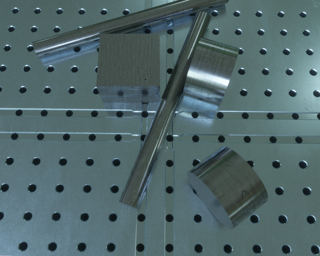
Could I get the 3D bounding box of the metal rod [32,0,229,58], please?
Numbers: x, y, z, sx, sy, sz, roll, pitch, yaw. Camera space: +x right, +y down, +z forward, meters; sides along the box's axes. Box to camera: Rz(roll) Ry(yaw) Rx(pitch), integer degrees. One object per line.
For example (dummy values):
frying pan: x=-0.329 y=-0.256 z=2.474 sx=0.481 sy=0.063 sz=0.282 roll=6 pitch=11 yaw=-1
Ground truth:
metal rod: x=-0.039 y=-0.161 z=0.470 sx=0.302 sy=0.025 sz=0.025 roll=-19 pitch=71 yaw=-7

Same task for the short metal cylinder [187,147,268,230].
short metal cylinder: x=0.076 y=0.068 z=0.358 sx=0.050 sy=0.080 sz=0.080 roll=-35 pitch=74 yaw=-12

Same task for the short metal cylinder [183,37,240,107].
short metal cylinder: x=0.067 y=-0.074 z=0.410 sx=0.050 sy=0.080 sz=0.080 roll=19 pitch=71 yaw=6

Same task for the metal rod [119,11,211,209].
metal rod: x=0.014 y=-0.037 z=0.425 sx=0.025 sy=0.025 sz=0.300 roll=19 pitch=71 yaw=7

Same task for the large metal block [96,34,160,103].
large metal block: x=-0.040 y=-0.082 z=0.428 sx=0.081 sy=0.050 sz=0.080 roll=0 pitch=70 yaw=0
